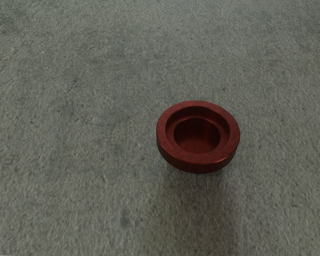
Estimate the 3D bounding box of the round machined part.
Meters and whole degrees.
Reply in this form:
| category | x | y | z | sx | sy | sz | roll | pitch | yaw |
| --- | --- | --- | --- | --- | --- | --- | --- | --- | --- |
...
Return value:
| category | x | y | z | sx | sy | sz | roll | pitch | yaw |
| --- | --- | --- | --- | --- | --- | --- | --- | --- | --- |
| round machined part | 0.045 | 0.015 | 0.380 | 0.099 | 0.042 | 0.098 | 0 | 50 | 0 |
